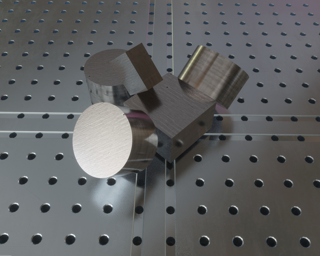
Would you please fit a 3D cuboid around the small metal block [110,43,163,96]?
[{"bbox_3d":[-0.030,-0.071,0.382,0.025,0.050,0.050,-38,16,-25],"label":"small metal block"}]

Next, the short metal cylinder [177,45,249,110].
[{"bbox_3d":[0.070,-0.067,0.415,0.080,0.080,0.050,36,97,26],"label":"short metal cylinder"}]

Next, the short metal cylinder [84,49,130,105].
[{"bbox_3d":[-0.064,-0.069,0.444,0.081,0.050,0.080,0,50,0],"label":"short metal cylinder"}]

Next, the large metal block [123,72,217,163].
[{"bbox_3d":[0.012,-0.016,0.397,0.080,0.050,0.080,37,59,26],"label":"large metal block"}]

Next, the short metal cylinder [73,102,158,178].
[{"bbox_3d":[-0.050,0.014,0.347,0.080,0.050,0.080,-2,85,29],"label":"short metal cylinder"}]
